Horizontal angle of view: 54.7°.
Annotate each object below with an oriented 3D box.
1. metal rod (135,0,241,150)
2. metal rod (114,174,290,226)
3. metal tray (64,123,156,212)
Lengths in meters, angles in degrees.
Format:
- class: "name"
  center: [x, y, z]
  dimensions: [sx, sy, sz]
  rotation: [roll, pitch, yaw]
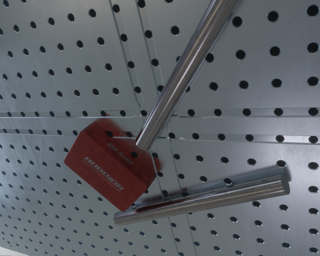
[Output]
- class: "metal rod"
  center: [0.036, -0.078, 0.343]
  dimensions: [0.025, 0.025, 0.298]
  rotation: [35, 129, 5]
- class: "metal rod"
  center: [0.039, 0.114, 0.461]
  dimensions: [0.299, 0.025, 0.025]
  rotation: [-23, 106, 36]
- class: "metal tray"
  center: [-0.082, 0.065, 0.491]
  dimensions: [0.130, 0.030, 0.089]
  rotation: [40, 129, 0]
